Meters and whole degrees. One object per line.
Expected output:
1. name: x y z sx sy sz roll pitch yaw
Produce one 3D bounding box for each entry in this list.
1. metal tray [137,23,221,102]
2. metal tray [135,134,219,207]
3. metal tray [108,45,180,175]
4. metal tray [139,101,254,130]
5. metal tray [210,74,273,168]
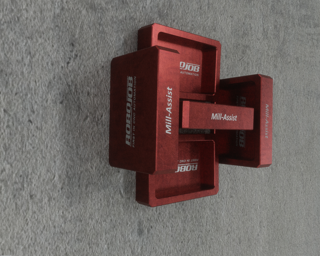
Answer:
1. metal tray: 0.030 -0.084 0.427 0.131 0.030 0.089 0 93 -40
2. metal tray: 0.028 0.053 0.428 0.131 0.030 0.089 1 89 -40
3. metal tray: -0.020 -0.018 0.347 0.030 0.090 0.129 2 90 -41
4. metal tray: 0.049 -0.014 0.406 0.131 0.090 0.030 1 91 -40
5. metal tray: 0.119 -0.010 0.463 0.030 0.090 0.129 2 89 -40
